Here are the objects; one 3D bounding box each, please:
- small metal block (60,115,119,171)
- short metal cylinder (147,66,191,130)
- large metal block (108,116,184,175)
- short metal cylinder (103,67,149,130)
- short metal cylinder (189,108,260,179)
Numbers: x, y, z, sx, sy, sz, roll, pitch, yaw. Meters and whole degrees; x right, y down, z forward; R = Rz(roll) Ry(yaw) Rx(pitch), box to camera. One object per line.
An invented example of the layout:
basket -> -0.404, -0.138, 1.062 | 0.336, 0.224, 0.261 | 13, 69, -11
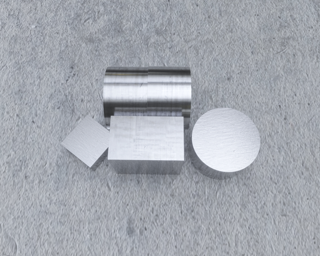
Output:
small metal block -> -0.090, 0.020, 0.402 | 0.050, 0.025, 0.050 | 36, 74, 12
short metal cylinder -> 0.011, -0.038, 0.394 | 0.050, 0.080, 0.080 | 1, 70, 0
large metal block -> -0.015, 0.024, 0.372 | 0.081, 0.080, 0.050 | 1, 70, 0
short metal cylinder -> -0.040, -0.037, 0.394 | 0.050, 0.080, 0.080 | 1, 70, 0
short metal cylinder -> 0.078, 0.021, 0.389 | 0.081, 0.050, 0.080 | 0, 70, 0
